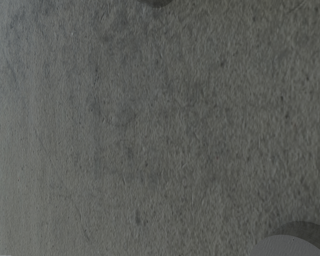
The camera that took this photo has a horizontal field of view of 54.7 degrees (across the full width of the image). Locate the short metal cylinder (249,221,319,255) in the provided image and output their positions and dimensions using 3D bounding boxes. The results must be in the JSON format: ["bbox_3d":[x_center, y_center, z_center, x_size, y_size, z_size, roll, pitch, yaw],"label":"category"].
[{"bbox_3d":[0.128,0.131,0.282,0.080,0.050,0.079,0,90,39],"label":"short metal cylinder"}]

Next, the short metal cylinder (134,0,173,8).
[{"bbox_3d":[-0.014,-0.202,0.398,0.080,0.050,0.079,0,90,39],"label":"short metal cylinder"}]
